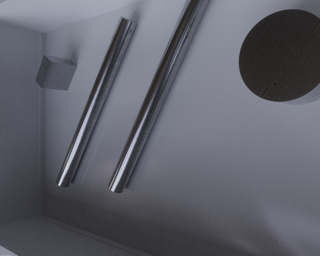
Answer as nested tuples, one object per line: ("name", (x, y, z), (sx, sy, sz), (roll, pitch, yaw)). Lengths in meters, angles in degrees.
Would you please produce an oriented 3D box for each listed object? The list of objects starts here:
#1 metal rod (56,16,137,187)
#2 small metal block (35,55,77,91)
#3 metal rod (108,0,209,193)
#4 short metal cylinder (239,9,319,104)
("metal rod", (-0.107, -0.029, 0.492), (0.025, 0.025, 0.298), (40, 114, 32))
("small metal block", (-0.179, -0.095, 0.535), (0.025, 0.050, 0.050), (42, 115, 31))
("metal rod", (-0.006, -0.040, 0.410), (0.025, 0.025, 0.298), (37, 113, 33))
("short metal cylinder", (0.122, -0.063, 0.289), (0.080, 0.050, 0.079), (0, 90, 39))
